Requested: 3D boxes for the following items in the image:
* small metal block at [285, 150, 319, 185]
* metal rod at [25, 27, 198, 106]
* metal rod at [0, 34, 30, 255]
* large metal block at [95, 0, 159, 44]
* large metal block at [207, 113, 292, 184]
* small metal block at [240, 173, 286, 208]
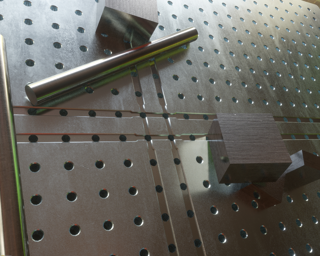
[{"bbox_3d":[0.218,0.062,0.472,0.050,0.050,0.025,19,54,-17],"label":"small metal block"},{"bbox_3d":[-0.045,-0.100,0.444,0.302,0.025,0.025,-32,80,-38],"label":"metal rod"},{"bbox_3d":[-0.154,0.028,0.307,0.025,0.025,0.299,-4,64,-30],"label":"metal rod"},{"bbox_3d":[-0.051,-0.182,0.476,0.081,0.050,0.080,10,58,-23],"label":"large metal block"},{"bbox_3d":[0.116,0.026,0.418,0.081,0.050,0.080,0,52,-9],"label":"large metal block"},{"bbox_3d":[0.147,0.076,0.441,0.050,0.025,0.050,33,51,-7],"label":"small metal block"}]
